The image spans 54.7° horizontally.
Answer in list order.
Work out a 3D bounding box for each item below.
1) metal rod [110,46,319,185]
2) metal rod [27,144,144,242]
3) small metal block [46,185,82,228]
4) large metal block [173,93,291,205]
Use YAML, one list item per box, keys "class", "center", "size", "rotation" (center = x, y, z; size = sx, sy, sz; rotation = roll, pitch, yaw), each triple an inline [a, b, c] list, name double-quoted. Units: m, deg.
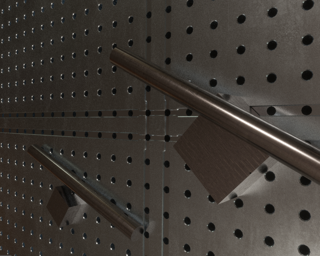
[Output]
- class: "metal rod"
  center: [0.051, -0.020, 0.301]
  size: [0.300, 0.025, 0.025]
  rotation: [34, 111, 34]
- class: "metal rod"
  center: [-0.140, 0.095, 0.521]
  size: [0.300, 0.025, 0.025]
  rotation: [26, 106, 36]
- class: "small metal block"
  center: [-0.171, 0.137, 0.547]
  size: [0.050, 0.025, 0.050]
  rotation: [44, 116, 31]
- class: "large metal block"
  center: [0.074, 0.021, 0.331]
  size: [0.080, 0.050, 0.080]
  rotation: [-52, 60, 27]
